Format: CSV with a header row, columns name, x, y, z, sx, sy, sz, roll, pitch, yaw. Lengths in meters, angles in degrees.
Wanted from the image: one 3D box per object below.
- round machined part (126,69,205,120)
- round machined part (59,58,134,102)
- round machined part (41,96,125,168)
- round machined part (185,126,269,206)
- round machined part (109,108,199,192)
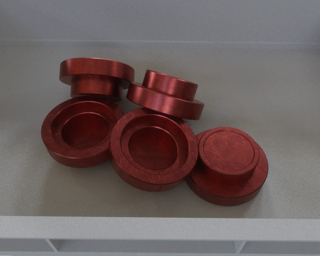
name,x,y,z,sx,sy,sz,roll,pitch,yaw
round machined part,0.010,-0.045,0.395,0.099,0.042,0.098,16,10,-3
round machined part,-0.085,-0.060,0.418,0.099,0.098,0.042,2,86,1
round machined part,-0.090,0.009,0.382,0.099,0.042,0.098,0,50,0
round machined part,0.077,0.037,0.361,0.099,0.042,0.098,0,50,0
round machined part,-0.009,0.028,0.353,0.099,0.042,0.098,8,55,-11
